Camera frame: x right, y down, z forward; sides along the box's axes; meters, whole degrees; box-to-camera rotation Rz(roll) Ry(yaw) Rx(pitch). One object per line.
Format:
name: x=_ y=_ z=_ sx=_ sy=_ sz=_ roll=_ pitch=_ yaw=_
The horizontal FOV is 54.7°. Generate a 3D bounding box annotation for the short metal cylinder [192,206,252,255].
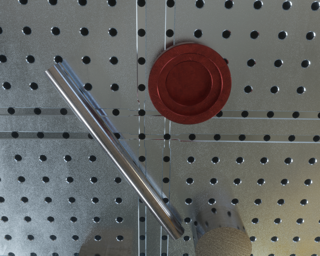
short metal cylinder: x=0.090 y=0.164 z=0.462 sx=0.081 sy=0.050 sz=0.079 roll=0 pitch=110 yaw=-1

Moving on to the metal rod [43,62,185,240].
metal rod: x=-0.054 y=0.043 z=0.428 sx=0.025 sy=0.025 sz=0.299 roll=-31 pitch=108 yaw=10

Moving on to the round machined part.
round machined part: x=0.035 y=-0.057 z=0.384 sx=0.099 sy=0.042 sz=0.097 roll=0 pitch=110 yaw=-1

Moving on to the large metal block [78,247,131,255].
large metal block: x=-0.089 y=0.239 z=0.487 sx=0.081 sy=0.050 sz=0.079 roll=4 pitch=110 yaw=-2
